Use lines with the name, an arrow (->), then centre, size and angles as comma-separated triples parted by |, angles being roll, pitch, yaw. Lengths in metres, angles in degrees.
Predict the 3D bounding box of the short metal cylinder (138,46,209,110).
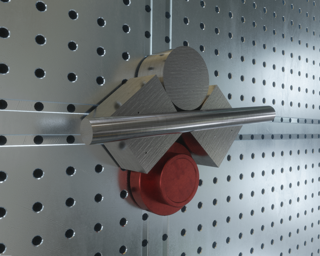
short metal cylinder -> 0.018, -0.062, 0.403 | 0.081, 0.050, 0.079 | 0, 90, -40

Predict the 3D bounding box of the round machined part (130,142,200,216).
round machined part -> 0.013, 0.066, 0.405 | 0.099, 0.042, 0.097 | 0, 90, -40

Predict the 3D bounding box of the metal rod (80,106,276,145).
metal rod -> 0.049, -0.009, 0.378 | 0.302, 0.025, 0.025 | -6, 94, -39

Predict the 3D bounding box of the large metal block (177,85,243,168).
large metal block -> 0.062, -0.003, 0.437 | 0.080, 0.050, 0.080 | 50, 62, -29

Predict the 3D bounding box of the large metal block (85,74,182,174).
large metal block -> -0.026, -0.006, 0.366 | 0.080, 0.050, 0.080 | -47, 120, -30
